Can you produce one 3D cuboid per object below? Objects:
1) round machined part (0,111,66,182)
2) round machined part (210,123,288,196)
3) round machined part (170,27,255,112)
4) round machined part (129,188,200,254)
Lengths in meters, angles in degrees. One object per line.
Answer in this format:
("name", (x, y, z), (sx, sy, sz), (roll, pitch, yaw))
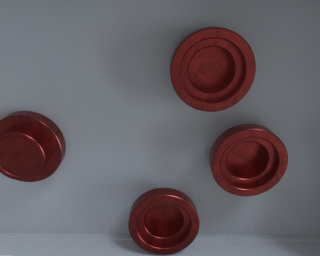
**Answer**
("round machined part", (-0.180, 0.030, 0.411), (0.099, 0.042, 0.097), (0, 110, -1))
("round machined part", (0.116, 0.039, 0.418), (0.099, 0.042, 0.097), (0, 110, -1))
("round machined part", (0.061, -0.072, 0.377), (0.099, 0.042, 0.097), (0, 110, -1))
("round machined part", (0.005, 0.129, 0.449), (0.099, 0.042, 0.097), (0, 108, -1))
